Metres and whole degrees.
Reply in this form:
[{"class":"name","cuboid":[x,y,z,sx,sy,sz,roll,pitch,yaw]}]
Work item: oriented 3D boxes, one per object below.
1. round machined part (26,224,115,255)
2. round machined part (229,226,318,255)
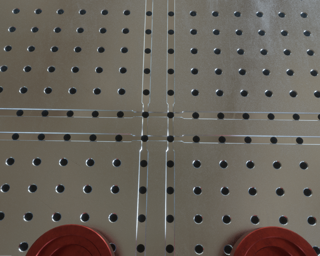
[{"class":"round machined part","cuboid":[-0.097,0.159,0.344,0.099,0.042,0.098,0,70,0]},{"class":"round machined part","cuboid":[0.124,0.161,0.345,0.099,0.042,0.098,0,70,0]}]
